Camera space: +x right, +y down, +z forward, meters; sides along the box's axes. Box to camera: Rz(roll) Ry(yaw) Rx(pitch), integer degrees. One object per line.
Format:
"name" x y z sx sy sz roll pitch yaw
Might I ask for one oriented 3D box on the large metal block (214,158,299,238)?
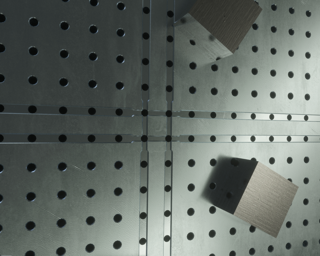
"large metal block" 0.140 0.099 0.451 0.080 0.050 0.080 31 80 -17

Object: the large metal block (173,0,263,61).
"large metal block" 0.079 -0.153 0.428 0.080 0.050 0.080 37 78 -16
